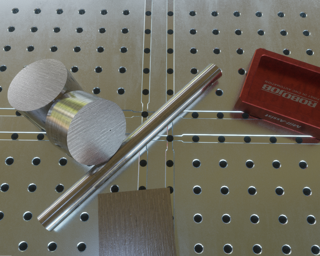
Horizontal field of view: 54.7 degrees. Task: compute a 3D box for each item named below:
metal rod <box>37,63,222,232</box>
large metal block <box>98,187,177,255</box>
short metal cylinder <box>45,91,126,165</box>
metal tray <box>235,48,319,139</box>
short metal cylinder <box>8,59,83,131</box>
[{"bbox_3d":[-0.029,0.016,0.405,0.301,0.025,0.025,-42,76,-14],"label":"metal rod"},{"bbox_3d":[-0.026,0.116,0.356,0.081,0.050,0.080,-5,70,-2],"label":"large metal block"},{"bbox_3d":[-0.088,-0.001,0.375,0.050,0.080,0.080,22,68,41],"label":"short metal cylinder"},{"bbox_3d":[0.181,-0.048,0.427,0.131,0.030,0.090,21,71,7],"label":"metal tray"},{"bbox_3d":[-0.145,-0.042,0.401,0.080,0.050,0.080,-7,59,12],"label":"short metal cylinder"}]
